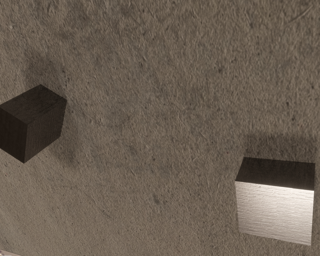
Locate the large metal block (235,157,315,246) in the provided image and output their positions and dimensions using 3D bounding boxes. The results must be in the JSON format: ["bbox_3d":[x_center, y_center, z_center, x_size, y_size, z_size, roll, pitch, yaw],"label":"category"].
[{"bbox_3d":[0.138,0.085,0.370,0.080,0.050,0.079,3,120,26],"label":"large metal block"}]

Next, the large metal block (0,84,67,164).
[{"bbox_3d":[-0.192,-0.007,0.465,0.050,0.080,0.079,31,128,8],"label":"large metal block"}]
